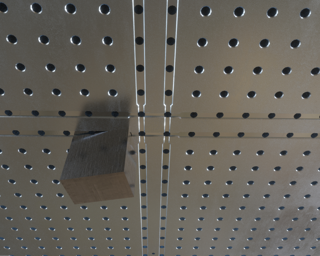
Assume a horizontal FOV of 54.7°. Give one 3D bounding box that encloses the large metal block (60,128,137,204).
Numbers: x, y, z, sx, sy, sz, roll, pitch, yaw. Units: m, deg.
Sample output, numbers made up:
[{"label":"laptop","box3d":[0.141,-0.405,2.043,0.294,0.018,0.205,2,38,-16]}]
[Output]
[{"label":"large metal block","box3d":[-0.078,0.050,0.417,0.080,0.080,0.050,-8,130,6]}]
